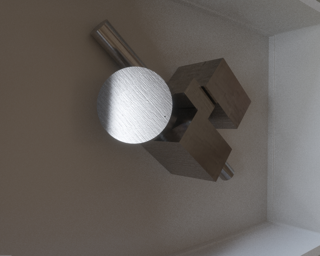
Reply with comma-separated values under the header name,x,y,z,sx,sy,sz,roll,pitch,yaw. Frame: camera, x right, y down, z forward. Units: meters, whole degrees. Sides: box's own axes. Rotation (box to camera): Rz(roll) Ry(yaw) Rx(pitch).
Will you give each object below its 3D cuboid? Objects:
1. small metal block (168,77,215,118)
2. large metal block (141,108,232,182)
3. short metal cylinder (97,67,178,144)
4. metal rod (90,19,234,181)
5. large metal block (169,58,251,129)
name,x,y,z,sx,sy,sz,roll,pitch,yaw
small metal block,0.032,-0.034,0.387,0.050,0.050,0.025,48,61,-30
large metal block,0.031,0.021,0.398,0.080,0.080,0.050,47,62,-30
short metal cylinder,-0.022,-0.024,0.344,0.050,0.080,0.079,3,88,-80
metal rod,0.020,-0.020,0.425,0.300,0.025,0.025,47,62,-30
large metal block,0.064,-0.044,0.426,0.080,0.080,0.050,48,61,-30
